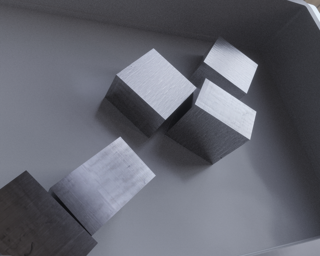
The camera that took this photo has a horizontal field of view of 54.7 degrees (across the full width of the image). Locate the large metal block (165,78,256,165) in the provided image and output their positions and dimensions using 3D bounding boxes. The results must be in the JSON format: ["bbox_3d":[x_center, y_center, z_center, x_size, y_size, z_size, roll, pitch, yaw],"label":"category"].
[{"bbox_3d":[0.066,-0.006,0.411,0.080,0.080,0.050,32,51,-8],"label":"large metal block"}]

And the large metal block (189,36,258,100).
[{"bbox_3d":[0.102,-0.089,0.501,0.080,0.050,0.080,36,51,-5],"label":"large metal block"}]

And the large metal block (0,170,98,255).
[{"bbox_3d":[-0.108,0.093,0.256,0.080,0.080,0.050,45,51,2],"label":"large metal block"}]

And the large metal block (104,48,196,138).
[{"bbox_3d":[-0.012,-0.047,0.414,0.080,0.050,0.080,43,51,1],"label":"large metal block"}]

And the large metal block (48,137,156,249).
[{"bbox_3d":[-0.062,0.065,0.298,0.050,0.080,0.080,48,51,4],"label":"large metal block"}]
